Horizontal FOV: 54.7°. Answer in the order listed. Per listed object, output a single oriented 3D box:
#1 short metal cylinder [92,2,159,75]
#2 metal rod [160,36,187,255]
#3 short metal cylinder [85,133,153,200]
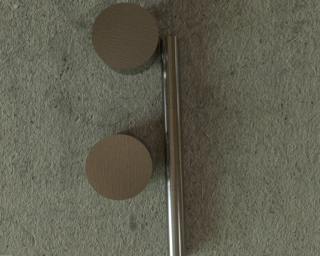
[{"bbox_3d":[-0.042,-0.111,0.397,0.081,0.050,0.079,0,90,0],"label":"short metal cylinder"},{"bbox_3d":[0.018,0.031,0.409,0.025,0.025,0.298,-2,90,0],"label":"metal rod"},{"bbox_3d":[-0.049,0.047,0.397,0.081,0.050,0.079,0,90,0],"label":"short metal cylinder"}]
